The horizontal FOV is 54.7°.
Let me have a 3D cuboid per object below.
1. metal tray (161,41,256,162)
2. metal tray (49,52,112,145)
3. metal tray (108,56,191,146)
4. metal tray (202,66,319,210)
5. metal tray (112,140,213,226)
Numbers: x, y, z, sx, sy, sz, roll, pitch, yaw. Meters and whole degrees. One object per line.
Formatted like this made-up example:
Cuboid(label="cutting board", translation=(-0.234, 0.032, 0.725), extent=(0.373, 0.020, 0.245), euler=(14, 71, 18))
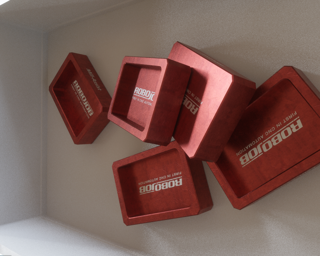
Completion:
Cuboid(label="metal tray", translation=(0.037, -0.034, 0.342), extent=(0.089, 0.030, 0.130), euler=(-65, 32, 19))
Cuboid(label="metal tray", translation=(-0.131, -0.049, 0.511), extent=(0.090, 0.030, 0.130), euler=(-47, 62, 29))
Cuboid(label="metal tray", translation=(-0.020, -0.039, 0.377), extent=(0.130, 0.030, 0.089), euler=(26, 101, 60))
Cuboid(label="metal tray", translation=(0.108, 0.013, 0.314), extent=(0.129, 0.030, 0.090), euler=(-43, 64, 31))
Cuboid(label="metal tray", translation=(-0.002, 0.073, 0.405), extent=(0.130, 0.030, 0.090), euler=(-22, 76, 37))
